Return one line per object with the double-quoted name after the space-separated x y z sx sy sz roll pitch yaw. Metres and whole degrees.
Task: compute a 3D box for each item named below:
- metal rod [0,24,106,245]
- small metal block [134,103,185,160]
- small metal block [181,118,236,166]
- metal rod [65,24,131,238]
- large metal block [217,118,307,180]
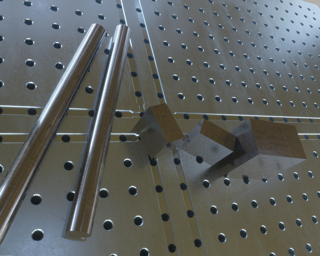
-0.120 -0.021 0.356 0.025 0.025 0.300 24 53 -14 "metal rod"
-0.002 0.005 0.388 0.025 0.050 0.050 -16 71 -35 "small metal block"
0.065 0.020 0.414 0.050 0.050 0.025 29 53 -10 "small metal block"
-0.068 -0.021 0.384 0.025 0.025 0.300 18 55 -18 "metal rod"
0.134 0.032 0.425 0.081 0.080 0.050 7 59 -25 "large metal block"
